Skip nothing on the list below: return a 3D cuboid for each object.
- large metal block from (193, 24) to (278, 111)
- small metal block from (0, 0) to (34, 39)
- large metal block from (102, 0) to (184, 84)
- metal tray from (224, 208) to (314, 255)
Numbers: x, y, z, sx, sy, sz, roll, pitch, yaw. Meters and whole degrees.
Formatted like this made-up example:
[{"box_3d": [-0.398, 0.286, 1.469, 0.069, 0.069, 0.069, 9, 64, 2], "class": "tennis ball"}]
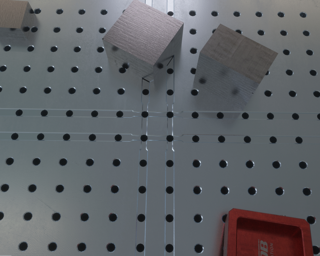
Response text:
[{"box_3d": [0.096, -0.078, 0.411, 0.080, 0.080, 0.050, 31, 73, 11], "class": "large metal block"}, {"box_3d": [-0.226, -0.165, 0.471, 0.050, 0.025, 0.050, 4, 70, 1], "class": "small metal block"}, {"box_3d": [-0.022, -0.124, 0.443, 0.080, 0.050, 0.080, 30, 73, 10], "class": "large metal block"}, {"box_3d": [0.114, 0.157, 0.328, 0.090, 0.030, 0.130, 8, 52, 6], "class": "metal tray"}]
